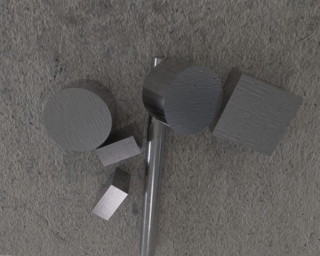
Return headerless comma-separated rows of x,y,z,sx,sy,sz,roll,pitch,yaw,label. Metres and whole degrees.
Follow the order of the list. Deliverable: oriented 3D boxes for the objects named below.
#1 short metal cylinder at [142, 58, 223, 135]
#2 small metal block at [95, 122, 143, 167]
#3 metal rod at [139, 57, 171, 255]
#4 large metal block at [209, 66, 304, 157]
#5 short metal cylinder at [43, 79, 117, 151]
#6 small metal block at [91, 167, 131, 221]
0.026,-0.038,0.365,0.081,0.050,0.079,-13,116,-28,short metal cylinder
-0.051,0.020,0.403,0.050,0.050,0.025,-21,109,7,small metal block
-0.008,0.053,0.429,0.025,0.025,0.298,4,110,-2,metal rod
0.115,-0.021,0.390,0.080,0.050,0.079,21,109,-8,large metal block
-0.097,-0.017,0.389,0.081,0.050,0.079,0,110,0,short metal cylinder
-0.066,0.090,0.429,0.025,0.050,0.050,33,107,-12,small metal block
